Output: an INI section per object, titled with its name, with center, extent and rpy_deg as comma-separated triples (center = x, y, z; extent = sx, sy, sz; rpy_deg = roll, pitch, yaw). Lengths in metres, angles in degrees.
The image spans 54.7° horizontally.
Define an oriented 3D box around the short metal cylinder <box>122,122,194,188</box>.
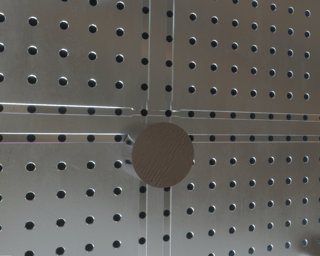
[short metal cylinder]
center = -0.004, 0.033, 0.398
extent = 0.081, 0.050, 0.079
rpy_deg = 0, 90, -20
